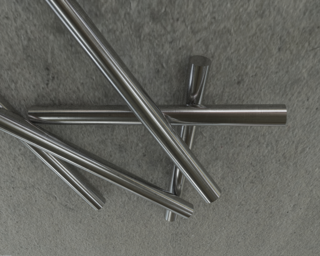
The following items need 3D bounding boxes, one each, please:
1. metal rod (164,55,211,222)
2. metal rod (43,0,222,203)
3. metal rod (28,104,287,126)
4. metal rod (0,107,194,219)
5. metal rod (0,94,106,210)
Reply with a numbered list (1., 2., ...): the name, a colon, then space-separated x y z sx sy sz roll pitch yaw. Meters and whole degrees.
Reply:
1. metal rod: 0.032 0.038 0.440 0.025 0.025 0.298 3 130 -4
2. metal rod: -0.024 -0.030 0.332 0.025 0.025 0.300 -30 110 23
3. metal rod: -0.011 -0.015 0.368 0.302 0.025 0.025 0 131 9
4. metal rod: -0.074 0.058 0.422 0.301 0.025 0.025 31 123 -24
5. metal rod: -0.167 0.023 0.424 0.025 0.025 0.299 -21 128 16
